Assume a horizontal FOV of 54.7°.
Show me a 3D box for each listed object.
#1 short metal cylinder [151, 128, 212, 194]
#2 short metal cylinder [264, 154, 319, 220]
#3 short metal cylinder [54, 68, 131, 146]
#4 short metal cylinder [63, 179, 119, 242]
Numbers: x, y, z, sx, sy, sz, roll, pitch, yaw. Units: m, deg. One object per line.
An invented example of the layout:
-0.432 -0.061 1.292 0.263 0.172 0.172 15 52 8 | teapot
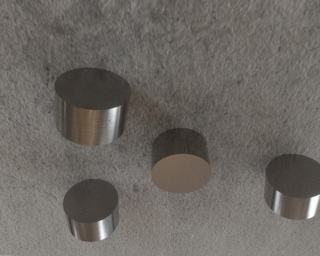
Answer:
0.028 0.046 0.431 0.081 0.050 0.079 0 130 0 | short metal cylinder
0.193 0.083 0.445 0.080 0.080 0.050 -7 130 5 | short metal cylinder
-0.076 -0.025 0.348 0.081 0.080 0.050 9 130 -8 | short metal cylinder
-0.104 0.125 0.477 0.081 0.080 0.050 2 130 -3 | short metal cylinder
